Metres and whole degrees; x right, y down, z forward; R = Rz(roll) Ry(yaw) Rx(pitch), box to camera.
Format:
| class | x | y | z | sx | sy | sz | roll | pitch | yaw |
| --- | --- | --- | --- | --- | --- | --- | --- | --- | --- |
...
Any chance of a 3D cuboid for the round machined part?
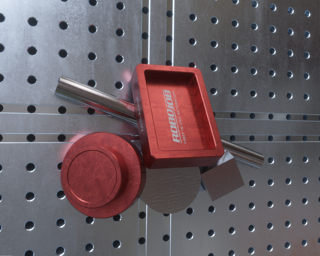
| class | x | y | z | sx | sy | sz | roll | pitch | yaw |
| --- | --- | --- | --- | --- | --- | --- | --- | --- | --- |
| round machined part | -0.068 | 0.053 | 0.350 | 0.098 | 0.042 | 0.097 | -1 | 85 | 12 |

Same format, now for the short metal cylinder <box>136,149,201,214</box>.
| class | x | y | z | sx | sy | sz | roll | pitch | yaw |
| --- | --- | --- | --- | --- | --- | --- | --- | --- | --- |
| short metal cylinder | 0.005 | 0.064 | 0.397 | 0.081 | 0.050 | 0.079 | 0 | 90 | -20 |

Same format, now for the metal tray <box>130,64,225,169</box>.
| class | x | y | z | sx | sy | sz | roll | pitch | yaw |
| --- | --- | --- | --- | --- | --- | --- | --- | --- | --- |
| metal tray | 0.018 | -0.017 | 0.382 | 0.091 | 0.030 | 0.130 | 0 | 61 | -21 |

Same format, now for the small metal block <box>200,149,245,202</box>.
| class | x | y | z | sx | sy | sz | roll | pitch | yaw |
| --- | --- | --- | --- | --- | --- | --- | --- | --- | --- |
| small metal block | 0.082 | 0.065 | 0.428 | 0.050 | 0.025 | 0.050 | -27 | 116 | -2 |

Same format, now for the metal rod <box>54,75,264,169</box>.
| class | x | y | z | sx | sy | sz | roll | pitch | yaw |
| --- | --- | --- | --- | --- | --- | --- | --- | --- | --- |
| metal rod | 0.013 | -0.001 | 0.414 | 0.302 | 0.025 | 0.025 | 21 | 83 | -19 |
